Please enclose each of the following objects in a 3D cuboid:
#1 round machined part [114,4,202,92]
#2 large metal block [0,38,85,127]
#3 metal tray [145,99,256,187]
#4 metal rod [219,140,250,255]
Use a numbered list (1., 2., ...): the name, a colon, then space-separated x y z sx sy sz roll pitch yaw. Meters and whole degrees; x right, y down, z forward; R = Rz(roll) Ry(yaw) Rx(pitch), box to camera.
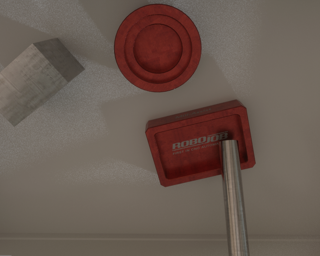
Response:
1. round machined part: -0.002 -0.095 0.367 0.099 0.042 0.097 0 110 -1
2. large metal block: -0.143 -0.056 0.359 0.080 0.080 0.050 -36 106 12
3. metal tray: 0.054 0.022 0.417 0.131 0.030 0.089 -14 110 4
4. metal rod: 0.097 0.164 0.374 0.025 0.025 0.299 -3 78 0
